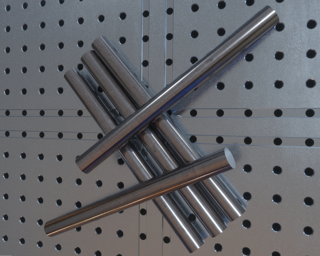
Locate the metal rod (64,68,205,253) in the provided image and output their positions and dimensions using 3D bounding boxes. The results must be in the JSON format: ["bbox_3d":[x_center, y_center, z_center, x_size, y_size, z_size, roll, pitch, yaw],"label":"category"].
[{"bbox_3d":[-0.041,0.036,0.426,0.025,0.025,0.299,-41,78,15],"label":"metal rod"}]

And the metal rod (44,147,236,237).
[{"bbox_3d":[-0.044,0.093,0.405,0.300,0.025,0.025,-26,82,26],"label":"metal rod"}]

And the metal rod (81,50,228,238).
[{"bbox_3d":[-0.014,0.013,0.417,0.025,0.025,0.299,-41,78,15],"label":"metal rod"}]

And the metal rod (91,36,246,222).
[{"bbox_3d":[0.004,-0.007,0.410,0.025,0.025,0.300,-42,77,15],"label":"metal rod"}]

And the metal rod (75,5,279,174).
[{"bbox_3d":[0.016,-0.042,0.385,0.300,0.025,0.025,-38,78,7],"label":"metal rod"}]
